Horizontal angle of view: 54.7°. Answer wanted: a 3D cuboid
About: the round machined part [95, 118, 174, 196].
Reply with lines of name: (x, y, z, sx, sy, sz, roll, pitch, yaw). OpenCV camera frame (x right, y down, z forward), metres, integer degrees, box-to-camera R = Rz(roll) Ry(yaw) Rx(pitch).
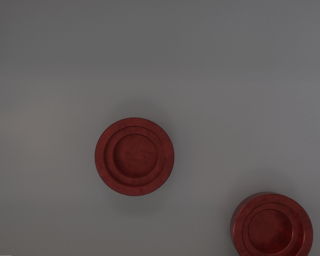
round machined part: (-0.031, 0.036, 0.403, 0.099, 0.042, 0.097, 0, 90, 0)

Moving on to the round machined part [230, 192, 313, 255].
round machined part: (0.140, 0.132, 0.402, 0.099, 0.042, 0.097, 0, 86, 0)
